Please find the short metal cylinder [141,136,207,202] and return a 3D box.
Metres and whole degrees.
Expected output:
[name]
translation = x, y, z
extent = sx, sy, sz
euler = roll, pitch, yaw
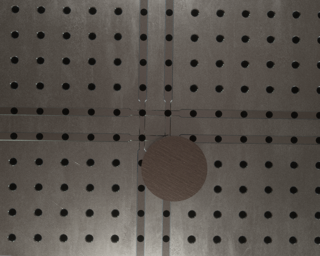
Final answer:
[short metal cylinder]
translation = 0.017, 0.049, 0.401
extent = 0.081, 0.050, 0.079
euler = 0, 90, -1
